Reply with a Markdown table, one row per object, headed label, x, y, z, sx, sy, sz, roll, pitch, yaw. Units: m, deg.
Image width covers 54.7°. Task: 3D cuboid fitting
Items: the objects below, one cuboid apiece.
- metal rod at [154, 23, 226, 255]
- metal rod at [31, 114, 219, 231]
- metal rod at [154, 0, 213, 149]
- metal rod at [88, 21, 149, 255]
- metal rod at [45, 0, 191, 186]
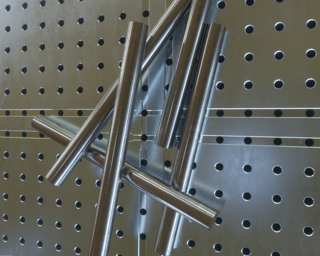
| label | x | y | z | sx | sy | sz | roll | pitch | yaw |
| --- | --- | --- | --- | --- | --- | --- | --- | --- | --- |
| metal rod | 0.037 | 0.018 | 0.398 | 0.025 | 0.025 | 0.298 | 15 | 95 | 19 |
| metal rod | -0.063 | 0.049 | 0.416 | 0.300 | 0.025 | 0.025 | 25 | 98 | 24 |
| metal rod | 0.042 | -0.119 | 0.389 | 0.025 | 0.025 | 0.298 | 17 | 99 | 19 |
| metal rod | -0.052 | 0.021 | 0.383 | 0.025 | 0.025 | 0.298 | 11 | 93 | 19 |
| metal rod | -0.052 | -0.050 | 0.406 | 0.025 | 0.025 | 0.299 | 37 | 93 | 16 |
